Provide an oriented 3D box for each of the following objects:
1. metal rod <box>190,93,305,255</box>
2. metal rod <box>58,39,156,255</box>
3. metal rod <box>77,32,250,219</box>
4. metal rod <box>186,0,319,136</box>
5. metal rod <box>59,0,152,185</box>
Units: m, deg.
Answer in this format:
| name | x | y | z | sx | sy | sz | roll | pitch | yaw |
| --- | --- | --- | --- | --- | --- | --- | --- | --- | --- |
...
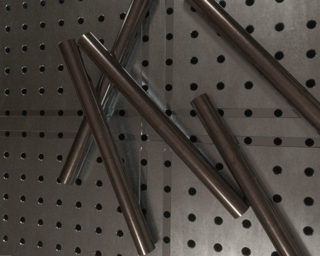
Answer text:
| name | x | y | z | sx | sy | sz | roll | pitch | yaw |
| --- | --- | --- | --- | --- | --- | --- | --- | --- | --- |
| metal rod | 0.121 | 0.091 | 0.369 | 0.025 | 0.025 | 0.299 | -32 | 80 | 17 |
| metal rod | -0.071 | 0.026 | 0.417 | 0.025 | 0.025 | 0.299 | -21 | 91 | 18 |
| metal rod | 0.000 | -0.008 | 0.395 | 0.025 | 0.025 | 0.300 | -44 | 83 | 14 |
| metal rod | 0.129 | -0.071 | 0.366 | 0.025 | 0.025 | 0.300 | -44 | 77 | 14 |
| metal rod | -0.077 | -0.057 | 0.438 | 0.025 | 0.025 | 0.298 | 27 | 99 | 17 |
